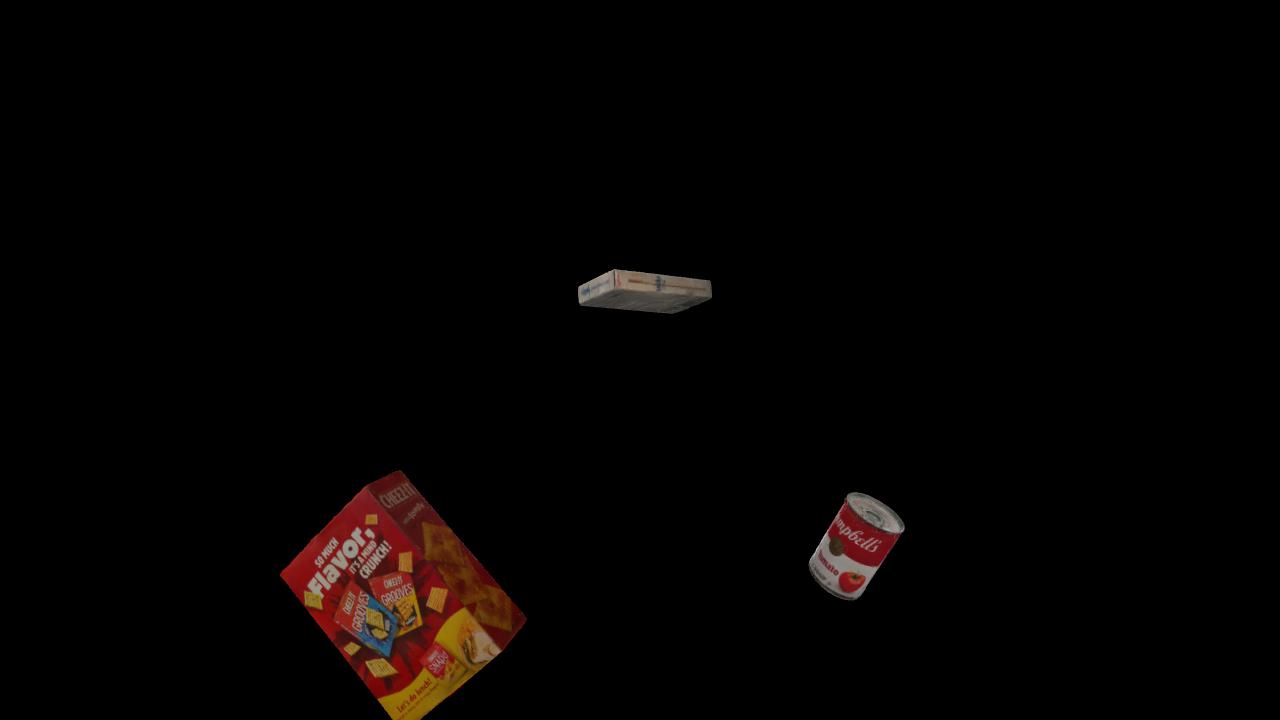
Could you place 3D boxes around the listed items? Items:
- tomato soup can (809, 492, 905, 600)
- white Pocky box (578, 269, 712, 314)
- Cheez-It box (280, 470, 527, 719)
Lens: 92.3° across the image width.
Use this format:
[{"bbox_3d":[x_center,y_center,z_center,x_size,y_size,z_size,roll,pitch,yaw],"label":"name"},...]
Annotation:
[{"bbox_3d":[0.242,0.210,0.695,0.068,0.101,0.068,19,21,-8],"label":"tomato soup can"},{"bbox_3d":[0.008,-0.084,0.778,0.154,0.028,0.084,1,-10,-36],"label":"white Pocky box"},{"bbox_3d":[-0.259,0.259,0.669,0.166,0.223,0.071,-43,-4,15],"label":"Cheez-It box"}]
